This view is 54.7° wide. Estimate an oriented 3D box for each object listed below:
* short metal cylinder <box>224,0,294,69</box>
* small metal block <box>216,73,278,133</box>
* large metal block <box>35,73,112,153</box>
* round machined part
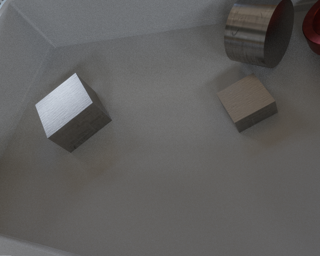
[{"bbox_3d":[0.122,-0.117,0.378,0.050,0.080,0.080,22,74,36],"label":"short metal cylinder"},{"bbox_3d":[0.103,-0.030,0.370,0.050,0.025,0.050,-29,52,9],"label":"small metal block"},{"bbox_3d":[-0.132,-0.024,0.471,0.080,0.050,0.080,-38,51,2],"label":"large metal block"},{"bbox_3d":[0.215,-0.114,0.342,0.098,0.042,0.098,-25,44,27],"label":"round machined part"}]
